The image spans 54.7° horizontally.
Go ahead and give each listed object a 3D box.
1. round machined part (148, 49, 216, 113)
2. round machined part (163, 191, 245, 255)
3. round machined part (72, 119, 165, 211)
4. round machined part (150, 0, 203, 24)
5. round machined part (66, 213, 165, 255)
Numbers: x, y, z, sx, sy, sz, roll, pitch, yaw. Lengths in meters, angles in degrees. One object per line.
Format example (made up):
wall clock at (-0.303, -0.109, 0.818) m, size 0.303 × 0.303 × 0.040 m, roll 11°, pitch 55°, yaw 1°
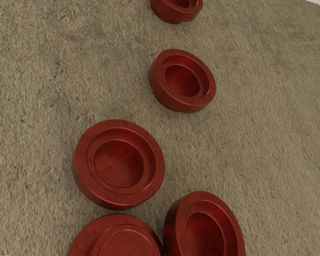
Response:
round machined part at (0.028, -0.063, 0.446) m, size 0.099 × 0.042 × 0.098 m, roll 14°, pitch 56°, yaw -21°
round machined part at (0.042, 0.121, 0.333) m, size 0.099 × 0.042 × 0.098 m, roll 23°, pitch 48°, yaw -29°
round machined part at (-0.047, 0.043, 0.341) m, size 0.099 × 0.042 × 0.098 m, roll 14°, pitch 56°, yaw -21°
round machined part at (0.022, -0.221, 0.539) m, size 0.099 × 0.042 × 0.098 m, roll 14°, pitch 56°, yaw -21°
round machined part at (-0.038, 0.130, 0.293) m, size 0.099 × 0.042 × 0.098 m, roll 13°, pitch 56°, yaw -21°
